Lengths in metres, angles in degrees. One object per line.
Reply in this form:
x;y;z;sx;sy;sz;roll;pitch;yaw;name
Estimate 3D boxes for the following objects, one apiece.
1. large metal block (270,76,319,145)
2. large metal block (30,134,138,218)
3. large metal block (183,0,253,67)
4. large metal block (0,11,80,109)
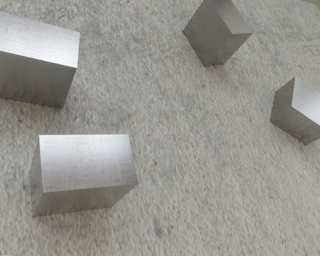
0.247;-0.030;0.542;0.080;0.050;0.080;32;51;-8;large metal block
-0.077;0.047;0.299;0.081;0.080;0.050;0;62;-29;large metal block
0.094;-0.162;0.520;0.050;0.080;0.080;-15;70;-34;large metal block
-0.138;-0.069;0.337;0.081;0.080;0.050;10;58;-24;large metal block
